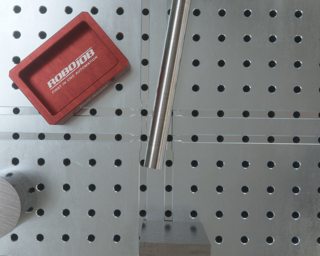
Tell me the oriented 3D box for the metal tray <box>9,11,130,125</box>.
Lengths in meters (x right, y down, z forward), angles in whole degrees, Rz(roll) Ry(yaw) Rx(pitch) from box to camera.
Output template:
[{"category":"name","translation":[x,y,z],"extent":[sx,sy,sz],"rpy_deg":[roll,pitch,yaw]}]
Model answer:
[{"category":"metal tray","translation":[-0.117,-0.076,0.409],"extent":[0.130,0.030,0.090],"rpy_deg":[-40,90,0]}]

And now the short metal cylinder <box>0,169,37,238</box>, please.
[{"category":"short metal cylinder","translation":[-0.209,0.096,0.399],"extent":[0.081,0.050,0.079],"rpy_deg":[0,90,0]}]

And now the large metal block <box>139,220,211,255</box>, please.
[{"category":"large metal block","translation":[0.016,0.154,0.386],"extent":[0.081,0.080,0.050],"rpy_deg":[2,90,0]}]

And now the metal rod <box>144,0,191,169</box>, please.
[{"category":"metal rod","translation":[0.016,-0.095,0.413],"extent":[0.025,0.025,0.298],"rpy_deg":[10,90,0]}]
